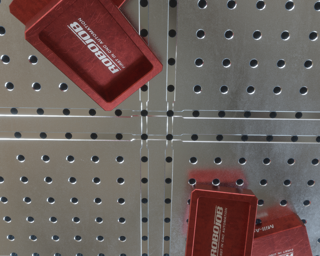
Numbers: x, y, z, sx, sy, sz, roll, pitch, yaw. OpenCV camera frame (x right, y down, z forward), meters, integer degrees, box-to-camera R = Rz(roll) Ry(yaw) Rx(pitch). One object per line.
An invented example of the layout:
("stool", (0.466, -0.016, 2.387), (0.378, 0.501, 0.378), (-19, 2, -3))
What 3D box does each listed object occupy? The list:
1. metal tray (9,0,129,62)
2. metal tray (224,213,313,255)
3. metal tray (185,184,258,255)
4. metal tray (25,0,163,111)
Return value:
("metal tray", (-0.094, -0.153, 0.354), (0.090, 0.030, 0.130), (42, 105, -14))
("metal tray", (0.164, 0.194, 0.483), (0.130, 0.030, 0.090), (-19, 109, 6))
("metal tray", (0.085, 0.151, 0.443), (0.090, 0.030, 0.129), (5, 95, 5))
("metal tray", (-0.069, -0.089, 0.348), (0.090, 0.030, 0.130), (-37, 129, 9))
